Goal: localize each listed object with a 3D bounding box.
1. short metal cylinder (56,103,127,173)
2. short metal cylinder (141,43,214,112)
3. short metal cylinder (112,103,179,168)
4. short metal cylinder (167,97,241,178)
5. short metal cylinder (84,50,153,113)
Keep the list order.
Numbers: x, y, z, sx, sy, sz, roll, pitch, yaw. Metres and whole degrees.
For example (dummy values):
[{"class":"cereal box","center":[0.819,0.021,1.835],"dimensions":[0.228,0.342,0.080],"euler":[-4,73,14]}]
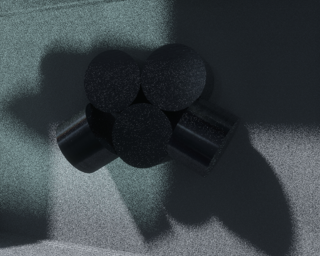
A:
[{"class":"short metal cylinder","center":[-0.089,0.013,0.411],"dimensions":[0.050,0.080,0.080],"euler":[-32,80,17]},{"class":"short metal cylinder","center":[0.023,-0.060,0.387],"dimensions":[0.080,0.050,0.080],"euler":[0,90,20]},{"class":"short metal cylinder","center":[-0.014,0.009,0.400],"dimensions":[0.080,0.050,0.080],"euler":[0,90,20]},{"class":"short metal cylinder","center":[0.051,0.011,0.361],"dimensions":[0.050,0.080,0.080],"euler":[31,100,17]},{"class":"short metal cylinder","center":[-0.053,-0.059,0.414],"dimensions":[0.080,0.050,0.080],"euler":[0,90,20]}]
